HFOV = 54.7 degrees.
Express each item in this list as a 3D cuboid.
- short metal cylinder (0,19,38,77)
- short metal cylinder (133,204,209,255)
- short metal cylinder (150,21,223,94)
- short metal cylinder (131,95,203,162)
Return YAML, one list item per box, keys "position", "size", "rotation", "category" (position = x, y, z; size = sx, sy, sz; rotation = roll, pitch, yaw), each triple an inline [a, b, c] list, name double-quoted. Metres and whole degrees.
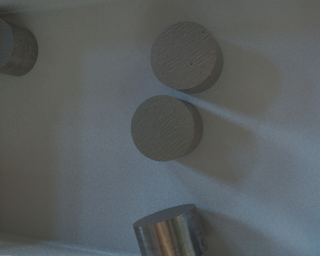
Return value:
- position: [-0.240, -0.124, 0.482]
  size: [0.080, 0.050, 0.080]
  rotation: [0, 90, 20]
  category: "short metal cylinder"
- position: [0.013, 0.130, 0.377]
  size: [0.080, 0.080, 0.050]
  rotation: [-19, 84, 19]
  category: "short metal cylinder"
- position: [0.035, -0.085, 0.385]
  size: [0.080, 0.050, 0.080]
  rotation: [0, 90, 20]
  category: "short metal cylinder"
- position: [0.010, 0.000, 0.394]
  size: [0.080, 0.050, 0.080]
  rotation: [0, 90, 20]
  category: "short metal cylinder"
